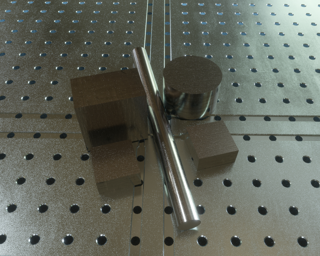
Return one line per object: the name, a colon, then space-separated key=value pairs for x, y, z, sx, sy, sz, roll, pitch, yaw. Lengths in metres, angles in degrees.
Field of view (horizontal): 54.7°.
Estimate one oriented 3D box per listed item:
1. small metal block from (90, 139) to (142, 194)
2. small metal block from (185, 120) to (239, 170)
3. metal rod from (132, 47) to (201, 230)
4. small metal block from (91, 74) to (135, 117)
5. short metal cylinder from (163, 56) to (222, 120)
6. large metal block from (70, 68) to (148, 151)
small metal block: x=-0.053 y=0.045 z=0.369 sx=0.050 sy=0.025 sz=0.050 roll=-12 pitch=51 yaw=-10
small metal block: x=0.064 y=0.021 z=0.391 sx=0.050 sy=0.025 sz=0.050 roll=-11 pitch=51 yaw=-10
metal rod: x=-0.002 y=-0.011 z=0.416 sx=0.025 sy=0.025 sz=0.300 roll=-9 pitch=51 yaw=-8
small metal block: x=-0.068 y=-0.048 z=0.447 sx=0.050 sy=0.025 sz=0.050 roll=-13 pitch=51 yaw=-12
short metal cylinder: x=0.044 y=-0.058 z=0.440 sx=0.081 sy=0.050 sz=0.080 roll=0 pitch=50 yaw=0
large metal block: x=-0.061 y=-0.022 z=0.388 sx=0.081 sy=0.080 sz=0.050 roll=-12 pitch=51 yaw=-10
